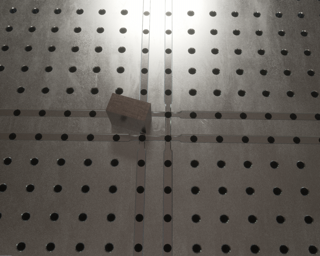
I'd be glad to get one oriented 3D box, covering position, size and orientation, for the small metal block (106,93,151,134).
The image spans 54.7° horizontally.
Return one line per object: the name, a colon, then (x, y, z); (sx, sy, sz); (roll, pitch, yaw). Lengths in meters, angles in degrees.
small metal block: (-0.039, -0.018, 0.405); (0.050, 0.050, 0.025); (16, 71, 5)
